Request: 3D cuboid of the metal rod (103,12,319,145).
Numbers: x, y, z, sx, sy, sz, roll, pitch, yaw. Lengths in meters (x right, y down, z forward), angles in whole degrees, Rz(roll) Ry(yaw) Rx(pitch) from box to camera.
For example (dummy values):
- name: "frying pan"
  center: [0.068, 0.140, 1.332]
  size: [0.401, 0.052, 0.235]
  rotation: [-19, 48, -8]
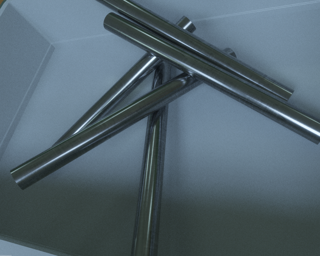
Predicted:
- name: "metal rod"
  center: [0.050, -0.070, 0.369]
  size: [0.300, 0.025, 0.025]
  rotation: [33, 80, 21]

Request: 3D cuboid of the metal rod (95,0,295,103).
- name: "metal rod"
  center: [0.027, -0.113, 0.395]
  size: [0.300, 0.025, 0.025]
  rotation: [35, 81, 17]

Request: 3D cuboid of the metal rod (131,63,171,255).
- name: "metal rod"
  center: [-0.005, 0.009, 0.377]
  size: [0.025, 0.025, 0.300]
  rotation: [-12, 49, 21]

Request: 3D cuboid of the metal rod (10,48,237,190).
- name: "metal rod"
  center: [-0.028, -0.021, 0.370]
  size: [0.302, 0.025, 0.025]
  rotation: [-32, 49, -18]

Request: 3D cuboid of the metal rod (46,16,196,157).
- name: "metal rod"
  center: [-0.068, -0.042, 0.441]
  size: [0.300, 0.025, 0.025]
  rotation: [-43, 51, 7]
